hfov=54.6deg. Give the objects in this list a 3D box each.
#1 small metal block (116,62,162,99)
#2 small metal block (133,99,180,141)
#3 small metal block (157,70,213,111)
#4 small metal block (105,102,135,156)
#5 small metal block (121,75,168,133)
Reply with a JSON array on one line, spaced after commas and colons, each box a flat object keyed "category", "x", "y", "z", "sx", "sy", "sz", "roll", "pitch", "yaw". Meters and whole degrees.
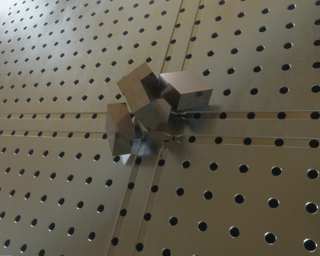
[{"category": "small metal block", "x": -0.025, "y": -0.057, "z": 0.442, "sx": 0.050, "sy": 0.050, "sz": 0.025, "roll": -35, "pitch": 51, "yaw": 5}, {"category": "small metal block", "x": -0.005, "y": -0.012, "z": 0.419, "sx": 0.050, "sy": 0.025, "sz": 0.050, "roll": 1, "pitch": 62, "yaw": 27}, {"category": "small metal block", "x": 0.032, "y": -0.051, "z": 0.406, "sx": 0.050, "sy": 0.025, "sz": 0.050, "roll": -13, "pitch": 44, "yaw": -29}, {"category": "small metal block", "x": -0.055, "y": 0.002, "z": 0.417, "sx": 0.025, "sy": 0.050, "sz": 0.050, "roll": -6, "pitch": 50, "yaw": -20}, {"category": "small metal block", "x": -0.020, "y": -0.029, "z": 0.389, "sx": 0.025, "sy": 0.050, "sz": 0.050, "roll": -31, "pitch": 52, "yaw": 8}]
